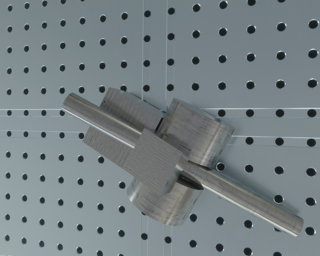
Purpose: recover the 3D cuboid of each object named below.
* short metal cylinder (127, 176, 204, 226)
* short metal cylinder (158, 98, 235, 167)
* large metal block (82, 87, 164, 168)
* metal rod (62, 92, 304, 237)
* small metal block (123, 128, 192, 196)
[{"bbox_3d":[0.007,0.073,0.377,0.080,0.080,0.050,32,100,17],"label":"short metal cylinder"},{"bbox_3d":[0.041,0.004,0.366,0.080,0.080,0.050,29,100,17],"label":"short metal cylinder"},{"bbox_3d":[-0.041,0.003,0.408,0.080,0.050,0.080,31,100,17],"label":"large metal block"},{"bbox_3d":[0.024,0.041,0.358,0.301,0.025,0.025,29,100,2],"label":"metal rod"},{"bbox_3d":[-0.003,0.034,0.326,0.050,0.025,0.050,32,101,25],"label":"small metal block"}]
